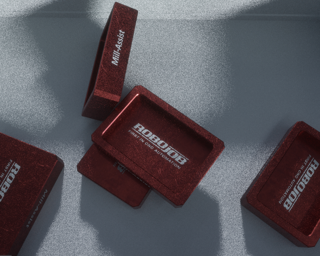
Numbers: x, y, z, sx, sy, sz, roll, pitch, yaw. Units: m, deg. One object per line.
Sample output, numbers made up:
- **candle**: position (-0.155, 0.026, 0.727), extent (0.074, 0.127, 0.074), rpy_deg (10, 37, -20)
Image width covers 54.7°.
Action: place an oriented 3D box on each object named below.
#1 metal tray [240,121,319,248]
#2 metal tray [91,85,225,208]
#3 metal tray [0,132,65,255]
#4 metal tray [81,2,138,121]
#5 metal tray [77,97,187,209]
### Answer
- **metal tray**: position (0.174, 0.067, 0.383), extent (0.090, 0.030, 0.130), rpy_deg (37, 74, 12)
- **metal tray**: position (-0.003, 0.020, 0.367), extent (0.130, 0.030, 0.090), rpy_deg (36, 74, 12)
- **metal tray**: position (-0.189, 0.080, 0.376), extent (0.090, 0.030, 0.130), rpy_deg (21, 71, 7)
- **metal tray**: position (-0.066, -0.083, 0.402), extent (0.030, 0.090, 0.130), rpy_deg (16, 69, -19)
- **metal tray**: position (-0.030, 0.025, 0.397), extent (0.090, 0.030, 0.130), rpy_deg (31, 73, 10)
